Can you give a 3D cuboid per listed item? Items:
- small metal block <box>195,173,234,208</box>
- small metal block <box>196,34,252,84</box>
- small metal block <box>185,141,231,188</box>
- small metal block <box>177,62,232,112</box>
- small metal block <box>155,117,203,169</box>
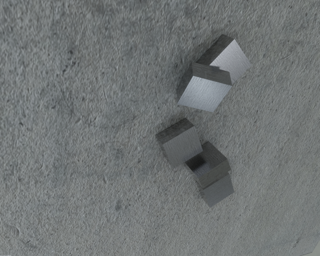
[{"bbox_3d":[0.093,0.098,0.518,0.050,0.025,0.050,-30,129,-9],"label":"small metal block"},{"bbox_3d":[0.082,-0.083,0.400,0.050,0.025,0.050,-47,129,4],"label":"small metal block"},{"bbox_3d":[0.068,0.053,0.461,0.050,0.050,0.025,-32,129,-8],"label":"small metal block"},{"bbox_3d":[0.053,-0.050,0.384,0.050,0.025,0.050,12,140,-15],"label":"small metal block"},{"bbox_3d":[0.027,0.021,0.435,0.050,0.025,0.050,-30,129,-9],"label":"small metal block"}]
